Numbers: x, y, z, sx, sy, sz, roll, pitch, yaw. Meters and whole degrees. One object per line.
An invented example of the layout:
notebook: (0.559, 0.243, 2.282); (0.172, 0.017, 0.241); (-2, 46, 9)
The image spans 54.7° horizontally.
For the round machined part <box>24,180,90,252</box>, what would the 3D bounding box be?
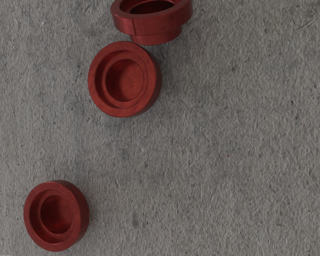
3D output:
round machined part: (-0.144, 0.124, 0.451); (0.098, 0.042, 0.097); (0, 90, 20)

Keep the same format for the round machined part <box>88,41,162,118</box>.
round machined part: (-0.043, -0.063, 0.414); (0.098, 0.042, 0.097); (1, 92, 20)

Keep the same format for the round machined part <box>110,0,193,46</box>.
round machined part: (-0.008, -0.137, 0.384); (0.098, 0.098, 0.042); (8, 136, 20)
